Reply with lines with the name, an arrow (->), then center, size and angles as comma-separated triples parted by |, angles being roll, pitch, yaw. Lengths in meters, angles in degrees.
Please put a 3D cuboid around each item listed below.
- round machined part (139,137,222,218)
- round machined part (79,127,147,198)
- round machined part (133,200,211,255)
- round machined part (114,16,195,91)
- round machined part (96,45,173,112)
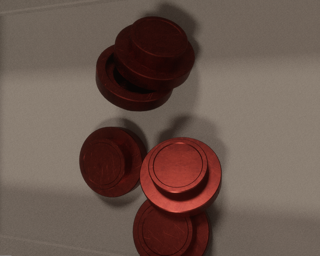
round machined part -> 0.024, 0.052, 0.368 | 0.098, 0.042, 0.098 | -5, 56, 8
round machined part -> -0.070, 0.047, 0.425 | 0.098, 0.042, 0.097 | 0, 90, 19
round machined part -> 0.012, 0.126, 0.382 | 0.098, 0.042, 0.098 | -5, 70, 16
round machined part -> -0.005, -0.096, 0.373 | 0.099, 0.042, 0.098 | 7, 56, -10
round machined part -> -0.032, -0.060, 0.393 | 0.099, 0.042, 0.098 | 7, 56, -10
